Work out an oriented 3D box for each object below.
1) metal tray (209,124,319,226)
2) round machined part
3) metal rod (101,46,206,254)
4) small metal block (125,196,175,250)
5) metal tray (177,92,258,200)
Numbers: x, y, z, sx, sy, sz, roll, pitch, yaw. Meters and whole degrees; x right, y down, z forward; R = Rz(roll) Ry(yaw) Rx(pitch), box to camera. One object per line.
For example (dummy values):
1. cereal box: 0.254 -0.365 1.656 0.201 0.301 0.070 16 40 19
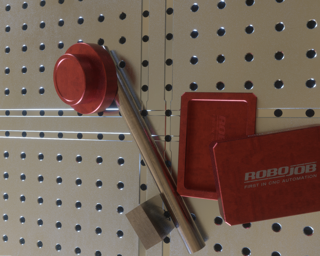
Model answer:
1. metal tray: 0.127 0.049 0.340 0.131 0.030 0.089 -9 91 0
2. round machined part: -0.108 -0.067 0.424 0.098 0.042 0.097 9 105 36
3. metal rod: -0.019 0.022 0.418 0.025 0.025 0.299 -29 81 17
4. small metal block: -0.012 0.122 0.403 0.025 0.050 0.050 -37 79 16
5. metal tray: 0.071 0.022 0.384 0.090 0.030 0.129 3 91 19
